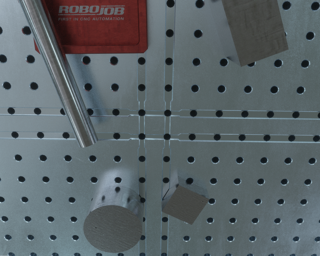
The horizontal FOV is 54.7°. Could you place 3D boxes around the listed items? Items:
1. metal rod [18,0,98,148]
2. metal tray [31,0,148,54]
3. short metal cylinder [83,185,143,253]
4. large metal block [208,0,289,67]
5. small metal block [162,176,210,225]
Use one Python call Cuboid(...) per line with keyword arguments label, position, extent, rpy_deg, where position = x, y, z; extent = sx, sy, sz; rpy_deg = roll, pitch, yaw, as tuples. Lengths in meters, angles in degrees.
Cuboid(label="metal rod", position=(-0.130, -0.116, 0.336), extent=(0.025, 0.025, 0.298), rpy_deg=(-15, 110, 5))
Cuboid(label="metal tray", position=(-0.080, -0.134, 0.360), extent=(0.131, 0.030, 0.089), rpy_deg=(-1, 110, -1))
Cuboid(label="short metal cylinder", position=(-0.065, 0.131, 0.447), extent=(0.081, 0.050, 0.079), rpy_deg=(0, 110, -1))
Cuboid(label="large metal block", position=(0.093, -0.120, 0.341), extent=(0.050, 0.080, 0.080), rpy_deg=(-20, 109, 7))
Cuboid(label="small metal block", position=(0.036, 0.106, 0.453), extent=(0.050, 0.025, 0.050), rpy_deg=(27, 108, -10))
